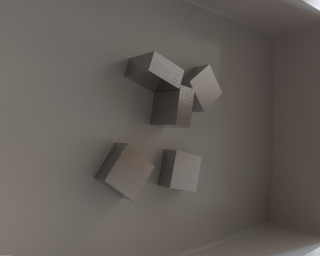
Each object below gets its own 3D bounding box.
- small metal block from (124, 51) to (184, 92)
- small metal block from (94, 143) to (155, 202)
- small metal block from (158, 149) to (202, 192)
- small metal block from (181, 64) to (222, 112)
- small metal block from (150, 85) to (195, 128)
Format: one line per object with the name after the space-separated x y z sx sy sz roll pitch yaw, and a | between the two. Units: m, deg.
-0.007 -0.068 0.384 0.050 0.050 0.025 25 75 -37 | small metal block
-0.042 0.053 0.372 0.050 0.025 0.050 44 64 -31 | small metal block
0.028 0.059 0.430 0.050 0.025 0.050 18 79 -39 | small metal block
0.060 -0.058 0.456 0.050 0.025 0.050 -43 116 -31 | small metal block
0.015 -0.027 0.403 0.025 0.050 0.050 12 83 -40 | small metal block
